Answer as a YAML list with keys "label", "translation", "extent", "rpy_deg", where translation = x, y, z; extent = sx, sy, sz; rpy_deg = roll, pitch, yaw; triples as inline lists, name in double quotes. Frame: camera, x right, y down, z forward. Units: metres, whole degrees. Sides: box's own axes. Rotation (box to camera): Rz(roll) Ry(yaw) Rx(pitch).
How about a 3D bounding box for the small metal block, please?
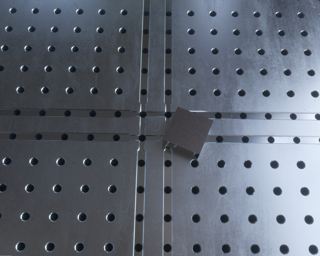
- label: "small metal block"
  translation: [0.037, 0.007, 0.410]
  extent: [0.050, 0.025, 0.050]
  rpy_deg: [22, 71, 7]
